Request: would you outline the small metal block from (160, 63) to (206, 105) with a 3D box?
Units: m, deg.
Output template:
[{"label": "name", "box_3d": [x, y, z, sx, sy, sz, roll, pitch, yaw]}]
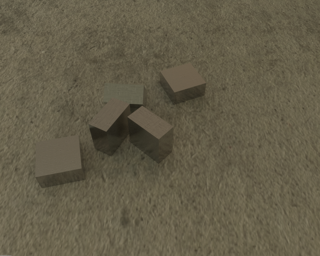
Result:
[{"label": "small metal block", "box_3d": [0.033, -0.066, 0.459, 0.050, 0.025, 0.050, -18, 53, -15]}]

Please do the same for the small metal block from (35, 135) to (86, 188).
[{"label": "small metal block", "box_3d": [-0.118, 0.039, 0.369, 0.050, 0.025, 0.050, -10, 51, -9]}]

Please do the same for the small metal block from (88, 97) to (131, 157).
[{"label": "small metal block", "box_3d": [-0.060, -0.001, 0.387, 0.025, 0.050, 0.050, 22, 54, 17]}]

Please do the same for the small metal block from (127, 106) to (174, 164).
[{"label": "small metal block", "box_3d": [-0.012, 0.009, 0.380, 0.050, 0.050, 0.025, 35, 58, 25]}]

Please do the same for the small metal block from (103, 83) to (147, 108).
[{"label": "small metal block", "box_3d": [-0.045, -0.042, 0.419, 0.050, 0.050, 0.025, 3, 87, 2]}]
